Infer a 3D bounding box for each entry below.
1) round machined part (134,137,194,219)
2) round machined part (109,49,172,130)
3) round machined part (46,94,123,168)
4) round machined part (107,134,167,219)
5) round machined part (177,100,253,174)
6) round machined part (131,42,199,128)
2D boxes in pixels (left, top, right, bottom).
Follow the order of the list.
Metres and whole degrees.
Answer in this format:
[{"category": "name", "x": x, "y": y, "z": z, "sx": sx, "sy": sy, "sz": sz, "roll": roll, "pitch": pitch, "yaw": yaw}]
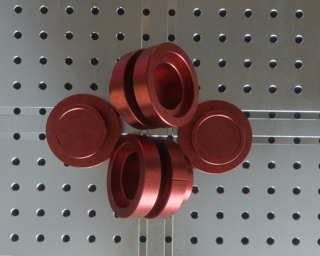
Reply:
[{"category": "round machined part", "x": 0.005, "y": 0.063, "z": 0.386, "sx": 0.042, "sy": 0.098, "sz": 0.098, "roll": 10, "pitch": 90, "yaw": -32}, {"category": "round machined part", "x": -0.025, "y": -0.046, "z": 0.388, "sx": 0.042, "sy": 0.099, "sz": 0.097, "roll": -6, "pitch": 90, "yaw": 40}, {"category": "round machined part", "x": -0.100, "y": 0.004, "z": 0.404, "sx": 0.099, "sy": 0.042, "sz": 0.097, "roll": 0, "pitch": 90, "yaw": 0}, {"category": "round machined part", "x": -0.024, "y": 0.058, "z": 0.372, "sx": 0.042, "sy": 0.098, "sz": 0.098, "roll": 10, "pitch": 90, "yaw": -32}, {"category": "round machined part", "x": 0.073, "y": 0.012, "z": 0.405, "sx": 0.099, "sy": 0.042, "sz": 0.097, "roll": 0, "pitch": 90, "yaw": 0}, {"category": "round machined part", "x": 0.002, "y": -0.048, "z": 0.370, "sx": 0.042, "sy": 0.099, "sz": 0.097, "roll": -6, "pitch": 90, "yaw": 40}]
